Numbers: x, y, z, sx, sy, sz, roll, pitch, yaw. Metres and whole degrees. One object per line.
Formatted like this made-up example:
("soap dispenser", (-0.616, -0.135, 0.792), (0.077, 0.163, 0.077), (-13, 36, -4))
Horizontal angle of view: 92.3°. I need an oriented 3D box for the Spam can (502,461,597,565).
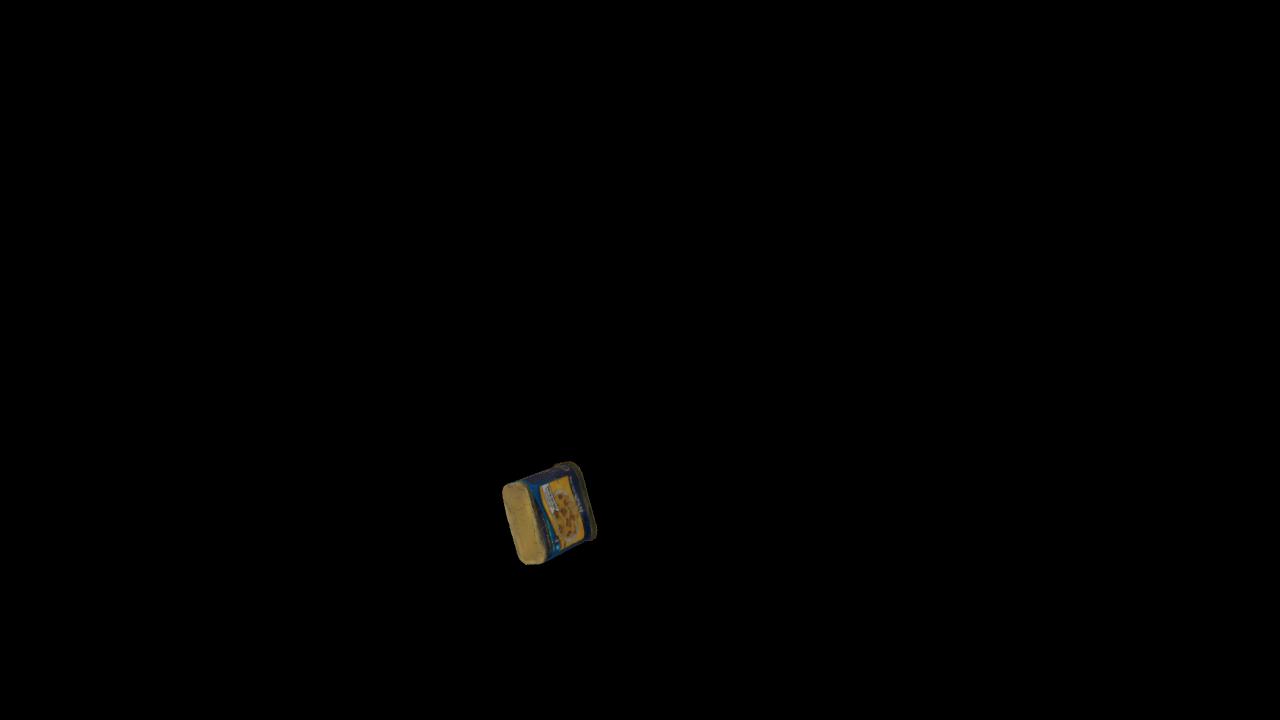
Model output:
("Spam can", (-0.108, 0.182, 0.732), (0.058, 0.101, 0.085), (-19, -4, 39))
